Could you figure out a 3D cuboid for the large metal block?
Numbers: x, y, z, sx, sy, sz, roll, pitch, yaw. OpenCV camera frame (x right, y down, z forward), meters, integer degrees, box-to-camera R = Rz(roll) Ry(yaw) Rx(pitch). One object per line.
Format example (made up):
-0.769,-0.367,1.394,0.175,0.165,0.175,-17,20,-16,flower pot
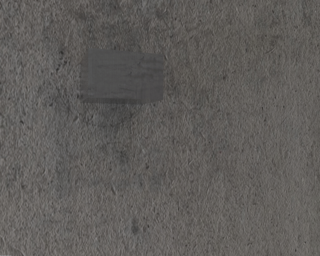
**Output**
-0.048,-0.056,0.362,0.081,0.080,0.050,0,90,-20,large metal block
